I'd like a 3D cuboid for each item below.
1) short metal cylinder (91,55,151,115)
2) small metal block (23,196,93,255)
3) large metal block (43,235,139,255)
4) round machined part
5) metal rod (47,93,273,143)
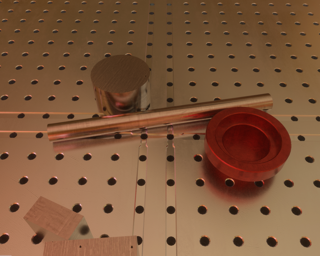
[{"bbox_3d":[-0.054,-0.059,0.441,0.081,0.050,0.080,0,50,0],"label":"short metal cylinder"},{"bbox_3d":[-0.099,0.099,0.307,0.050,0.050,0.025,19,52,16],"label":"small metal block"},{"bbox_3d":[-0.058,0.145,0.269,0.081,0.050,0.080,-3,50,-3],"label":"large metal block"},{"bbox_3d":[0.103,0.023,0.378,0.099,0.042,0.098,0,50,0],"label":"round machined part"},{"bbox_3d":[0.006,-0.015,0.419,0.302,0.025,0.025,-8,51,-7],"label":"metal rod"}]
